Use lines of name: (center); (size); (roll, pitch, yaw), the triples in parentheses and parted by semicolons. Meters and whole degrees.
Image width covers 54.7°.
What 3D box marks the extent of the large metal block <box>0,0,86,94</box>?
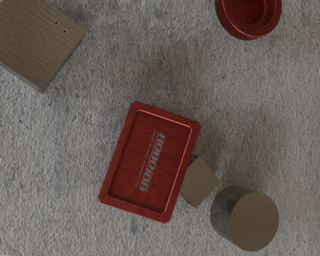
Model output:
large metal block: (-0.142, -0.096, 0.343); (0.080, 0.050, 0.080); (36, 78, -17)

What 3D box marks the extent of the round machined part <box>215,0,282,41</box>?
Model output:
round machined part: (0.121, -0.174, 0.445); (0.099, 0.042, 0.097); (0, 90, -20)

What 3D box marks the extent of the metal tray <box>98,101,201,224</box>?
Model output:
metal tray: (-0.012, 0.042, 0.388); (0.090, 0.030, 0.129); (19, 83, -2)

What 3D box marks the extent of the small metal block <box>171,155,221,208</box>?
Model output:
small metal block: (0.046, 0.072, 0.427); (0.050, 0.025, 0.050); (-43, 104, -15)

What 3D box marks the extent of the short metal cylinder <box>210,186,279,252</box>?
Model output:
short metal cylinder: (0.119, 0.126, 0.440); (0.081, 0.050, 0.080); (0, 90, -20)
